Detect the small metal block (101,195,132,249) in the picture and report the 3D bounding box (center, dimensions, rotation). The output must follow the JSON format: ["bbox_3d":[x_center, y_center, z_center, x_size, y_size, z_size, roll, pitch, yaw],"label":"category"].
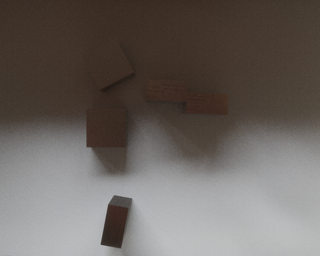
[{"bbox_3d":[-0.055,0.119,0.398,0.025,0.050,0.050,11,90,0],"label":"small metal block"}]

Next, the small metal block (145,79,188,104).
[{"bbox_3d":[0.008,-0.046,0.399,0.050,0.050,0.025,3,90,-1],"label":"small metal block"}]

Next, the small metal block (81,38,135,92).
[{"bbox_3d":[-0.067,-0.082,0.411,0.050,0.025,0.050,-28,90,-1],"label":"small metal block"}]

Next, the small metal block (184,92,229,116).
[{"bbox_3d":[0.057,-0.030,0.400,0.050,0.050,0.025,2,90,-1],"label":"small metal block"}]

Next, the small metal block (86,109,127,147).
[{"bbox_3d":[-0.069,0.000,0.411,0.050,0.025,0.050,0,90,-1],"label":"small metal block"}]
